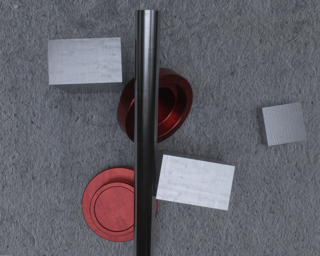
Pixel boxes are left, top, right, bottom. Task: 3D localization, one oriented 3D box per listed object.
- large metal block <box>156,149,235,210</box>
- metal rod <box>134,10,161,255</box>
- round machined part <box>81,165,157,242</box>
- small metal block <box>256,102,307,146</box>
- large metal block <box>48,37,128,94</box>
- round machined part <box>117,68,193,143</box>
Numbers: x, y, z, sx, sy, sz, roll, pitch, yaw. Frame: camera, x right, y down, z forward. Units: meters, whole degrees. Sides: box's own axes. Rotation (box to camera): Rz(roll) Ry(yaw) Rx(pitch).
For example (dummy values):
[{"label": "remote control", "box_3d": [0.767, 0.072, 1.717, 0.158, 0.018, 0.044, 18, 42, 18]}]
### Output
[{"label": "large metal block", "box_3d": [0.039, 0.060, 0.383, 0.080, 0.080, 0.050, 9, 90, 0]}, {"label": "metal rod", "box_3d": [-0.016, 0.030, 0.342, 0.025, 0.025, 0.298, 2, 107, 0]}, {"label": "round machined part", "box_3d": [-0.053, 0.100, 0.401, 0.099, 0.042, 0.097, 0, 90, 0]}, {"label": "small metal block", "box_3d": [0.160, -0.005, 0.411, 0.050, 0.025, 0.050, -9, 90, 0]}, {"label": "large metal block", "box_3d": [-0.083, -0.073, 0.381, 0.081, 0.080, 0.050, -2, 89, 0]}, {"label": "round machined part", "box_3d": [-0.010, -0.030, 0.383, 0.098, 0.098, 0.042, -48, 51, 0]}]
